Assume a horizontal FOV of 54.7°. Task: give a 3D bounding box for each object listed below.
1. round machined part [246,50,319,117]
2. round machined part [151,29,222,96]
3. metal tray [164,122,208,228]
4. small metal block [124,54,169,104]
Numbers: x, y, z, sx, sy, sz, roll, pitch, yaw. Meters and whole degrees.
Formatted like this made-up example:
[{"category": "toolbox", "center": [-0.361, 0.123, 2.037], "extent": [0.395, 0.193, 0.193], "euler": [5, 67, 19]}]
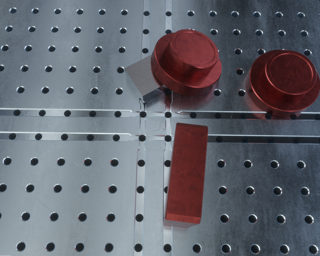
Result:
[{"category": "round machined part", "center": [0.174, -0.068, 0.430], "extent": [0.099, 0.042, 0.098], "euler": [0, 70, -1]}, {"category": "round machined part", "center": [0.040, -0.096, 0.422], "extent": [0.099, 0.042, 0.098], "euler": [9, 58, -15]}, {"category": "metal tray", "center": [0.025, 0.058, 0.335], "extent": [0.030, 0.130, 0.090], "euler": [7, 70, 2]}, {"category": "small metal block", "center": [-0.015, -0.071, 0.437], "extent": [0.050, 0.025, 0.050], "euler": [-30, 73, -11]}]
